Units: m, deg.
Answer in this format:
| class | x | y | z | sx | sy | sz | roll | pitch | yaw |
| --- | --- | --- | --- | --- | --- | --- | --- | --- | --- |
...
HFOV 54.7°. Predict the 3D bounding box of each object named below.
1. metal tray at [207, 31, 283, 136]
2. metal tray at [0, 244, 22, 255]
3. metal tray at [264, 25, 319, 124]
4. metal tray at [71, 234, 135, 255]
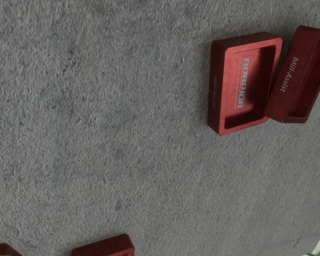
| class | x | y | z | sx | sy | sz | roll | pitch | yaw |
| --- | --- | --- | --- | --- | --- | --- | --- | --- | --- |
| metal tray | 0.114 | -0.059 | 0.428 | 0.091 | 0.030 | 0.129 | -16 | 125 | -20 |
| metal tray | -0.214 | 0.223 | 0.424 | 0.090 | 0.030 | 0.130 | -31 | 129 | -9 |
| metal tray | 0.206 | -0.072 | 0.447 | 0.091 | 0.030 | 0.129 | 0 | 113 | -45 |
| metal tray | -0.091 | 0.238 | 0.500 | 0.091 | 0.030 | 0.129 | -9 | 123 | -24 |
